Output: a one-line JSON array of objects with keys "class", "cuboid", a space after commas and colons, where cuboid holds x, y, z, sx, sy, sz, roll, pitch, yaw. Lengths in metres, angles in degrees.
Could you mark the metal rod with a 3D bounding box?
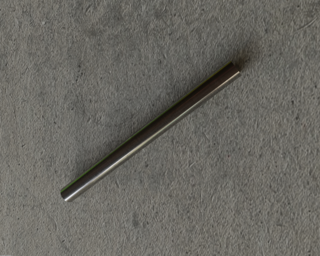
[{"class": "metal rod", "cuboid": [-0.023, 0.013, 0.419, 0.300, 0.025, 0.025, -37, 78, 16]}]
